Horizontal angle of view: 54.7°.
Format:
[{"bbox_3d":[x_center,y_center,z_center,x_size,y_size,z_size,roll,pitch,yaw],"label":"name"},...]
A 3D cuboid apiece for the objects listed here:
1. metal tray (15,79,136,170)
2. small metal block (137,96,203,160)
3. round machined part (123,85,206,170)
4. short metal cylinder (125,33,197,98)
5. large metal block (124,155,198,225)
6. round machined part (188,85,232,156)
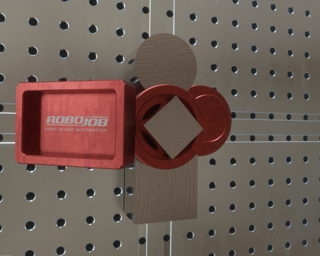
[{"bbox_3d":[-0.093,-0.005,0.337,0.130,0.030,0.089,1,90,17],"label":"metal tray"},{"bbox_3d":[0.012,-0.001,0.351,0.050,0.025,0.050,-43,104,-15],"label":"small metal block"},{"bbox_3d":[0.002,-0.001,0.373,0.099,0.042,0.097,0,90,-20],"label":"round machined part"},{"bbox_3d":[0.000,-0.075,0.399,0.081,0.050,0.080,0,90,-20],"label":"short metal cylinder"},{"bbox_3d":[0.000,0.073,0.396,0.081,0.050,0.080,1,90,-20],"label":"large metal block"},{"bbox_3d":[0.056,-0.010,0.423,0.099,0.042,0.097,0,90,-20],"label":"round machined part"}]
